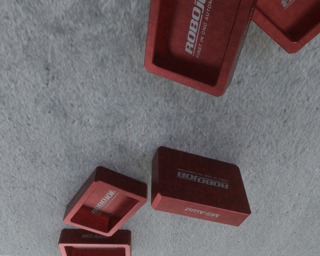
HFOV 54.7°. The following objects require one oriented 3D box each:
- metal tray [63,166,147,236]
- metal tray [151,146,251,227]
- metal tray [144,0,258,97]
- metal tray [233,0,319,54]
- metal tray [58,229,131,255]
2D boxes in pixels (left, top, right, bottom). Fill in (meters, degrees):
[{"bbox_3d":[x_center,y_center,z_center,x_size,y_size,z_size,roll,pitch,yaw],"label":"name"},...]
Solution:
[{"bbox_3d":[-0.090,0.125,0.508,0.090,0.030,0.129,26,125,-21],"label":"metal tray"},{"bbox_3d":[0.054,0.080,0.433,0.131,0.090,0.030,15,128,-13],"label":"metal tray"},{"bbox_3d":[0.037,-0.102,0.292,0.090,0.030,0.129,23,132,15],"label":"metal tray"},{"bbox_3d":[0.143,-0.143,0.283,0.090,0.030,0.129,31,123,-24],"label":"metal tray"},{"bbox_3d":[-0.122,0.234,0.601,0.131,0.030,0.089,2,130,-2],"label":"metal tray"}]
